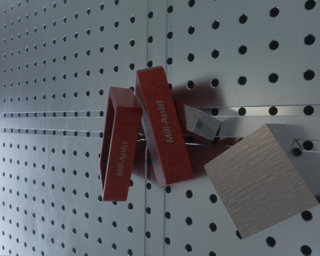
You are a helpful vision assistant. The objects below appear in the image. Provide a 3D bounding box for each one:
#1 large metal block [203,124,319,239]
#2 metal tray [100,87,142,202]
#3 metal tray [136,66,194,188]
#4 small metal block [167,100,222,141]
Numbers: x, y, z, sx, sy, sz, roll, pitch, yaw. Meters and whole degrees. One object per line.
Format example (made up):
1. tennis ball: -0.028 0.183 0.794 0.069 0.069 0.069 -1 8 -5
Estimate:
1. large metal block: 0.104 0.051 0.308 0.080 0.050 0.080 -41 65 32
2. metal tray: -0.056 0.020 0.411 0.090 0.030 0.129 -121 39 -63
3. metal tray: 0.001 0.003 0.370 0.090 0.030 0.129 112 144 -75
4. small metal block: 0.035 -0.010 0.361 0.050 0.050 0.025 25 92 37
